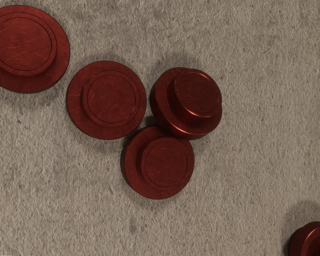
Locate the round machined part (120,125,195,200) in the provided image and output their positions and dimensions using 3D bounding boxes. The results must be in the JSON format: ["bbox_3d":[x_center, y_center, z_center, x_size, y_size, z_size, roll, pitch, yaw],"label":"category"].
[{"bbox_3d":[0.001,0.045,0.402,0.099,0.042,0.097,0,90,-21],"label":"round machined part"}]

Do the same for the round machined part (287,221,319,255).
[{"bbox_3d":[0.245,0.197,0.493,0.099,0.042,0.097,0,90,-21],"label":"round machined part"}]

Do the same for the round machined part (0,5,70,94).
[{"bbox_3d":[-0.151,-0.089,0.344,0.099,0.042,0.097,0,90,-21],"label":"round machined part"}]

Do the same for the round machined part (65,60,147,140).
[{"bbox_3d":[-0.063,-0.034,0.377,0.099,0.042,0.097,0,90,-21],"label":"round machined part"}]

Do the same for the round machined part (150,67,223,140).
[{"bbox_3d":[0.040,-0.037,0.398,0.099,0.042,0.098,11,63,-22],"label":"round machined part"}]
